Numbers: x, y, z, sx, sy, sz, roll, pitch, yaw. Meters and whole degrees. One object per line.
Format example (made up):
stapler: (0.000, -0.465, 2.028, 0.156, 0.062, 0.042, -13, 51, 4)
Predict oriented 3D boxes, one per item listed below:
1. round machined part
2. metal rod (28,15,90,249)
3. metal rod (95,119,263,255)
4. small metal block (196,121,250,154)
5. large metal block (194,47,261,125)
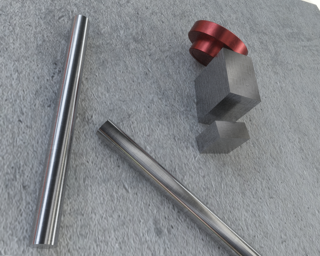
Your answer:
round machined part: (0.086, -0.124, 0.494, 0.098, 0.098, 0.042, 32, 89, -8)
metal rod: (-0.109, -0.021, 0.358, 0.025, 0.025, 0.299, 13, 56, -22)
metal rod: (0.044, 0.098, 0.368, 0.300, 0.025, 0.025, 42, 51, 0)
small metal block: (0.086, 0.014, 0.428, 0.050, 0.050, 0.025, 3, 61, -27)
large metal block: (0.095, -0.056, 0.456, 0.050, 0.080, 0.080, 13, 56, -22)
